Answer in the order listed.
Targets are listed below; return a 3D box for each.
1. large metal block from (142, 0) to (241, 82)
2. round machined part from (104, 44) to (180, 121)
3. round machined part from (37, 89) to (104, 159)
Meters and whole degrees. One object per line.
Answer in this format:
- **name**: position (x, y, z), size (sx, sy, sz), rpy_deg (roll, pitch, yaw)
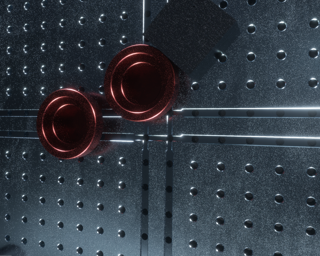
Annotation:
- **large metal block**: position (0.040, -0.117, 0.385), size (0.080, 0.050, 0.080), rpy_deg (45, 103, 14)
- **round machined part**: position (-0.021, -0.057, 0.411), size (0.098, 0.042, 0.097), rpy_deg (0, 90, 20)
- **round machined part**: position (-0.124, -0.006, 0.447), size (0.098, 0.042, 0.097), rpy_deg (0, 90, 20)
